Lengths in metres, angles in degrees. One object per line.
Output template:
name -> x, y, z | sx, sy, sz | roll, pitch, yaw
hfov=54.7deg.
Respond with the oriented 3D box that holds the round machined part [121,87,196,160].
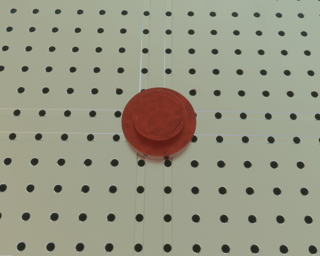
round machined part -> -0.001, -0.010, 0.406 | 0.099, 0.042, 0.098 | 0, 70, -1
